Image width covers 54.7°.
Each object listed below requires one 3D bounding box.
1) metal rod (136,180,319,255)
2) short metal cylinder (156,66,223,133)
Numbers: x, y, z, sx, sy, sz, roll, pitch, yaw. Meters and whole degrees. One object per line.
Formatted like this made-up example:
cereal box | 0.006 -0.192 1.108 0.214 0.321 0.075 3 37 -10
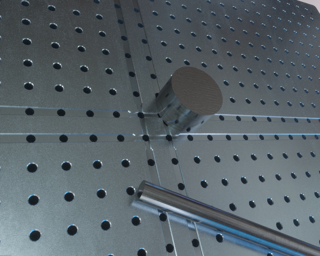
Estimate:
metal rod | 0.112 0.130 0.391 0.302 0.025 0.025 24 53 -14
short metal cylinder | 0.041 -0.040 0.441 0.081 0.050 0.080 14 56 -21
